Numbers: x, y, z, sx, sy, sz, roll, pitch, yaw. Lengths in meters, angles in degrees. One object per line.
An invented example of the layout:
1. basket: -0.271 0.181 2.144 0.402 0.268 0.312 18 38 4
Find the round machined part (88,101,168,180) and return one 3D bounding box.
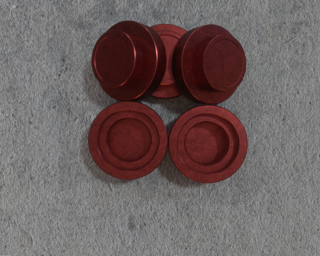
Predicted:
1. round machined part: -0.039 0.015 0.402 0.099 0.042 0.097 0 90 -1

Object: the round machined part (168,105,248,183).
1. round machined part: 0.059 0.020 0.403 0.099 0.042 0.097 0 90 -1

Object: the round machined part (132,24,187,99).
1. round machined part: 0.007 -0.087 0.402 0.099 0.042 0.097 0 90 -1

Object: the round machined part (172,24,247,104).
1. round machined part: 0.067 -0.078 0.382 0.099 0.042 0.097 -4 97 -31

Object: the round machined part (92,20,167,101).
1. round machined part: -0.044 -0.082 0.378 0.098 0.042 0.097 2 95 33
